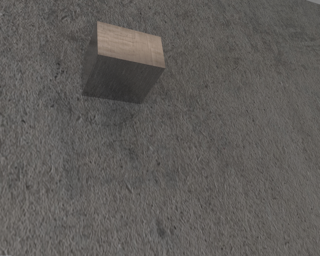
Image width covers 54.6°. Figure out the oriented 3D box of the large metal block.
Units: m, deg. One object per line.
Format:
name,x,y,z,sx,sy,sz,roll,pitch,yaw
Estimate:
large metal block,-0.049,-0.077,0.389,0.081,0.080,0.050,7,59,-25
